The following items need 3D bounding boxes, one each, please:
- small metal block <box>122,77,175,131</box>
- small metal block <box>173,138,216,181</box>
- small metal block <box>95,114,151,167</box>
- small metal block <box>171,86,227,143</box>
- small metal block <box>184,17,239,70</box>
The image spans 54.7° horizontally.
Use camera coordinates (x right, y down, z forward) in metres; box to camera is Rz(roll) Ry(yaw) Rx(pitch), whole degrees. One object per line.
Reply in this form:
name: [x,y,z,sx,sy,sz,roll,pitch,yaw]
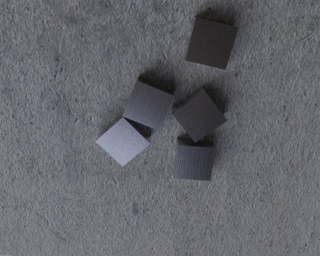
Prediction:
small metal block: [-0.015,-0.031,0.398,0.050,0.025,0.050,22,109,-8]
small metal block: [0.046,0.043,0.426,0.050,0.025,0.050,4,110,-2]
small metal block: [-0.048,0.015,0.415,0.050,0.025,0.050,-41,106,13]
small metal block: [0.050,-0.018,0.404,0.050,0.025,0.050,-36,106,12]
small metal block: [0.060,-0.102,0.373,0.050,0.025,0.050,12,110,-5]
